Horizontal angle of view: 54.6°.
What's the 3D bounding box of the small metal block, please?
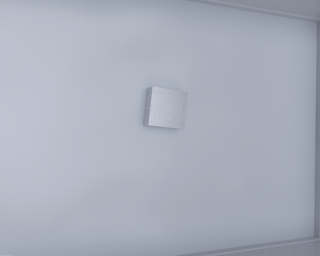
[{"bbox_3d":[0.007,-0.026,0.413,0.050,0.025,0.050,7,88,-20],"label":"small metal block"}]
